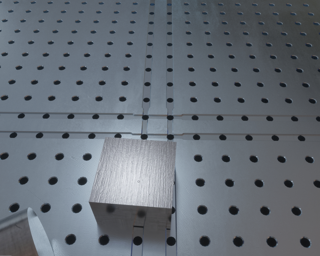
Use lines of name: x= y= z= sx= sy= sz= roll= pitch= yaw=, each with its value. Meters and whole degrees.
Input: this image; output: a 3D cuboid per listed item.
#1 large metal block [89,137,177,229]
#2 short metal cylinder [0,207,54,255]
large metal block: x=-0.025 y=0.059 z=0.341 sx=0.080 sy=0.050 sz=0.080 roll=4 pitch=50 yaw=3
short metal cylinder: x=-0.126 y=0.118 z=0.272 sx=0.050 sy=0.080 sz=0.080 roll=-22 pitch=54 yaw=-17
